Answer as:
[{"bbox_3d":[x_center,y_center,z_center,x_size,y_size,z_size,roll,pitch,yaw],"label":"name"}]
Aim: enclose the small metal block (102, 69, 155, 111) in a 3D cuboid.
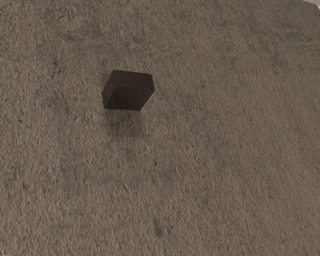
[{"bbox_3d":[-0.041,-0.047,0.395,0.050,0.050,0.025,2,61,-28],"label":"small metal block"}]
